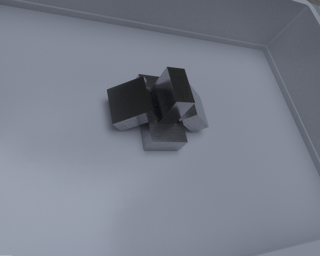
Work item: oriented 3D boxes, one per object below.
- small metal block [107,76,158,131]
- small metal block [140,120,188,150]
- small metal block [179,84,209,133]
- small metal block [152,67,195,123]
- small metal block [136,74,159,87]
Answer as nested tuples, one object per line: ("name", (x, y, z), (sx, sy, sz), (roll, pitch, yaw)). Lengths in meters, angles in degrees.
("small metal block", (-0.035, -0.030, 0.385), (0.050, 0.025, 0.050), (-18, 65, 11))
("small metal block", (0.003, 0.001, 0.404), (0.050, 0.025, 0.050), (2, 61, -27))
("small metal block", (0.042, -0.027, 0.427), (0.050, 0.025, 0.050), (37, 37, -58))
("small metal block", (0.014, -0.040, 0.386), (0.025, 0.050, 0.050), (1, 61, -29))
("small metal block", (-0.007, -0.044, 0.425), (0.050, 0.025, 0.050), (3, 61, -28))
